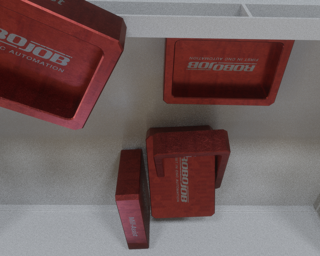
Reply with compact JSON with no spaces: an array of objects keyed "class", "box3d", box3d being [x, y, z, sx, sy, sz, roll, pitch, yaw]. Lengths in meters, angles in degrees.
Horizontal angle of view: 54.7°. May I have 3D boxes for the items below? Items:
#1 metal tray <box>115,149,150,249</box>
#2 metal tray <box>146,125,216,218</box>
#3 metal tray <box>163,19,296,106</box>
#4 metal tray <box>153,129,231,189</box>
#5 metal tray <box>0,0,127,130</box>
[{"class":"metal tray","box3d":[-0.036,0.106,0.455,0.030,0.090,0.129,-3,130,2]},{"class":"metal tray","box3d":[0.030,0.063,0.434,0.091,0.030,0.129,-3,111,1]},{"class":"metal tray","box3d":[0.070,-0.070,0.346,0.131,0.030,0.089,1,130,-2]},{"class":"metal tray","box3d":[0.041,0.049,0.421,0.091,0.030,0.129,-3,149,2]},{"class":"metal tray","box3d":[-0.099,-0.054,0.202,0.131,0.030,0.089,20,134,-20]}]
